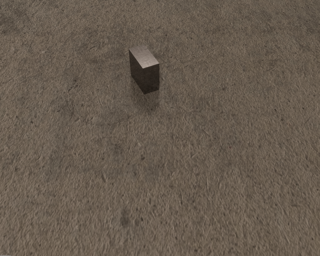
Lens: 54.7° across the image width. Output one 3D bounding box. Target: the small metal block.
[{"bbox_3d":[-0.023,-0.087,0.460,0.025,0.050,0.050,-21,53,-17],"label":"small metal block"}]
